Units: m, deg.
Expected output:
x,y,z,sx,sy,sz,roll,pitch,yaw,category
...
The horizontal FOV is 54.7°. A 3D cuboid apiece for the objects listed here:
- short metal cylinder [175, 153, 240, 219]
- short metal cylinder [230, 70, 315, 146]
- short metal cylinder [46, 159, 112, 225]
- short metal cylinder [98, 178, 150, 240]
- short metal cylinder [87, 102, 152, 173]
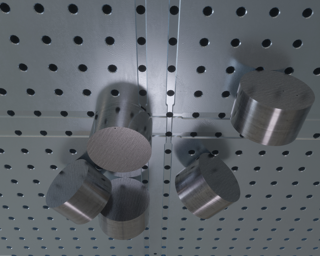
x,y,z,sx,sy,sz,roll,pitch,yaw,category
0.069,0.083,0.447,0.080,0.080,0.050,31,123,-24,short metal cylinder
0.126,-0.025,0.356,0.081,0.080,0.050,3,130,-3,short metal cylinder
-0.118,0.093,0.453,0.080,0.080,0.050,-28,125,21,short metal cylinder
-0.056,0.124,0.481,0.081,0.080,0.050,2,130,-2,short metal cylinder
-0.051,0.013,0.405,0.081,0.050,0.079,0,130,0,short metal cylinder
